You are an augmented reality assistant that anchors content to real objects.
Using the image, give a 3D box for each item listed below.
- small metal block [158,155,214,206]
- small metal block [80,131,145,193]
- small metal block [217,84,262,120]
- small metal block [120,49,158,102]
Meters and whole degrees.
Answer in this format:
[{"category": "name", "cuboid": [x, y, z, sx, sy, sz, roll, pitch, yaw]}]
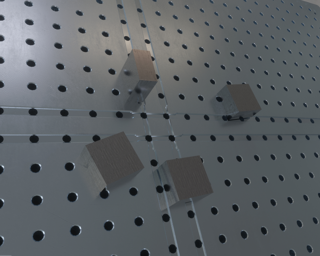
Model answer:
[{"category": "small metal block", "cuboid": [0.031, 0.065, 0.385, 0.050, 0.025, 0.050, -5, 64, -30]}, {"category": "small metal block", "cuboid": [-0.055, 0.038, 0.355, 0.050, 0.025, 0.050, -22, 73, -36]}, {"category": "small metal block", "cuboid": [0.129, -0.043, 0.503, 0.050, 0.025, 0.050, -7, 65, -31]}, {"category": "small metal block", "cuboid": [-0.030, -0.070, 0.418, 0.025, 0.050, 0.050, 0, 62, -28]}]
